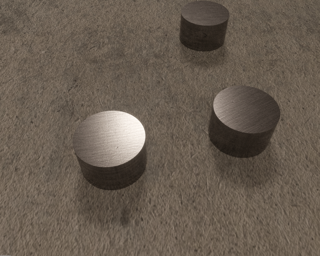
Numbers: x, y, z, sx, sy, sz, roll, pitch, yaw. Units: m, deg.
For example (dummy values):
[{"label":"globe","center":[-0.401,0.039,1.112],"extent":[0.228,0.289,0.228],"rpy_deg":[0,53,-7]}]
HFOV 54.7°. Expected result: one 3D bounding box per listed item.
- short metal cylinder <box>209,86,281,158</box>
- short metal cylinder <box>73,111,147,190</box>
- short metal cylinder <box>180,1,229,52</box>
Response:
[{"label":"short metal cylinder","center":[0.105,-0.009,0.396],"extent":[0.081,0.050,0.080],"rpy_deg":[0,50,0]},{"label":"short metal cylinder","center":[-0.057,0.026,0.365],"extent":[0.081,0.050,0.080],"rpy_deg":[0,50,0]},{"label":"short metal cylinder","center":[0.076,-0.178,0.537],"extent":[0.081,0.050,0.080],"rpy_deg":[0,50,0]}]
